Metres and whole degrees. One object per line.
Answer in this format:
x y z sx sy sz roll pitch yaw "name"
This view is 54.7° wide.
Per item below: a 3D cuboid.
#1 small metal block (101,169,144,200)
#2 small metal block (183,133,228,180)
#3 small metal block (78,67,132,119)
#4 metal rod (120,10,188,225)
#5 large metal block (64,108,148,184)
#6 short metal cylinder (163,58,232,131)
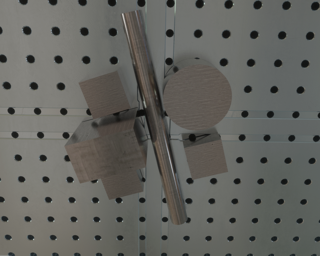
-0.054 0.068 0.438 0.050 0.025 0.050 -15 110 5 "small metal block"
0.063 0.039 0.428 0.050 0.025 0.050 -14 110 4 "small metal block"
-0.068 -0.044 0.396 0.050 0.025 0.050 -16 110 5 "small metal block"
-0.003 0.001 0.413 0.025 0.025 0.298 -12 110 4 "metal rod"
-0.062 0.019 0.389 0.080 0.080 0.050 -14 110 5 "large metal block"
0.044 -0.043 0.384 0.081 0.050 0.079 0 110 -1 "short metal cylinder"
